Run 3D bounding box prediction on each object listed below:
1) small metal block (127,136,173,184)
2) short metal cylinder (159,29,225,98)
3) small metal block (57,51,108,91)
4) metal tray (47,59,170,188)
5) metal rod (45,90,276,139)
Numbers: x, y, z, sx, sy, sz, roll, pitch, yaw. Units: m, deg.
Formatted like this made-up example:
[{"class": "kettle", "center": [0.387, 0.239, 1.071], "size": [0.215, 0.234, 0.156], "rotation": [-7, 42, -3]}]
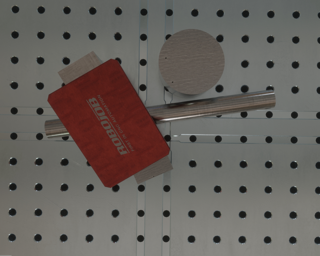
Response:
[{"class": "small metal block", "center": [-0.016, 0.040, 0.412], "size": [0.050, 0.025, 0.050], "rotation": [-23, 90, -1]}, {"class": "short metal cylinder", "center": [0.038, -0.081, 0.401], "size": [0.081, 0.050, 0.079], "rotation": [0, 90, -1]}, {"class": "small metal block", "center": [-0.096, -0.070, 0.399], "size": [0.050, 0.050, 0.025], "rotation": [-32, 90, 0]}, {"class": "metal tray", "center": [-0.058, -0.005, 0.371], "size": [0.090, 0.030, 0.130], "rotation": [-31, 102, 0]}, {"class": "metal rod", "center": [0.001, -0.019, 0.413], "size": [0.302, 0.025, 0.025], "rotation": [-8, 90, -1]}]
